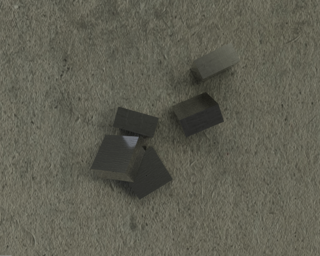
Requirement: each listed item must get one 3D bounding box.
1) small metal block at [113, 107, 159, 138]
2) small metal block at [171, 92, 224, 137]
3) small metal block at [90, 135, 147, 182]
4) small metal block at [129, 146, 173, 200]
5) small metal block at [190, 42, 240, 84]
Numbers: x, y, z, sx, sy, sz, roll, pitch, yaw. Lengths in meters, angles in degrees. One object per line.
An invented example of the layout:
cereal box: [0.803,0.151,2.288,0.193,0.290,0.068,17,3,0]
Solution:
small metal block: [-0.029,-0.007,0.397,0.050,0.050,0.025,16,90,0]
small metal block: [0.047,-0.018,0.395,0.050,0.050,0.025,-23,115,0]
small metal block: [-0.051,0.037,0.389,0.050,0.025,0.050,3,57,26]
small metal block: [-0.018,0.058,0.410,0.050,0.025,0.050,-32,90,0]
small metal block: [0.069,-0.081,0.398,0.050,0.050,0.025,-26,90,0]
